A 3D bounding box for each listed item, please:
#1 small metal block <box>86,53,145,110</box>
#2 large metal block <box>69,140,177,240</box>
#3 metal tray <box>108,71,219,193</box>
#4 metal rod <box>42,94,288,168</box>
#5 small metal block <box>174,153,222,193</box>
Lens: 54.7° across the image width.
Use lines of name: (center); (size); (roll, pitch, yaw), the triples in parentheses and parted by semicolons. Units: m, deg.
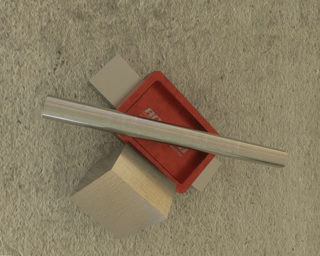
small metal block: (-0.055, -0.056, 0.390); (0.050, 0.025, 0.050); (47, 75, -15)
large metal block: (-0.042, 0.074, 0.357); (0.080, 0.080, 0.050); (45, 34, -15)
metal tray: (0.007, 0.006, 0.384); (0.130, 0.030, 0.090); (46, 76, -15)
metal rod: (0.023, 0.010, 0.361); (0.302, 0.025, 0.025); (13, 86, -20)
small metal block: (0.048, 0.053, 0.429); (0.050, 0.025, 0.050); (40, 77, -16)
